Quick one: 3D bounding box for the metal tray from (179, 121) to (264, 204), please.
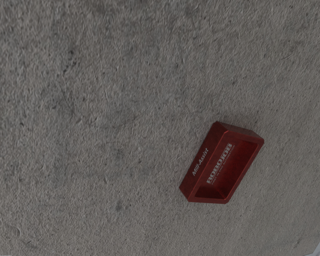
[{"bbox_3d":[0.097,0.059,0.492,0.091,0.030,0.129,13,112,-34],"label":"metal tray"}]
